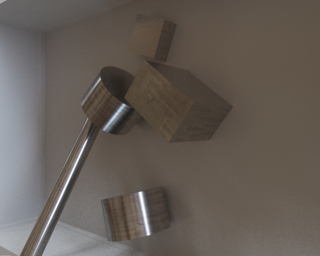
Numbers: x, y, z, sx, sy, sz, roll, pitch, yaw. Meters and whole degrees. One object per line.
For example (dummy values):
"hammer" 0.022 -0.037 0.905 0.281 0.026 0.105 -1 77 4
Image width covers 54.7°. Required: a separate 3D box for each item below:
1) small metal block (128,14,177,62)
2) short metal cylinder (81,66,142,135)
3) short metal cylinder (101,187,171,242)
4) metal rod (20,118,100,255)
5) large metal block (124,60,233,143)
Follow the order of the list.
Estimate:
"small metal block" -0.011 -0.121 0.414 0.050 0.025 0.050 26 106 36
"short metal cylinder" -0.057 -0.037 0.416 0.050 0.081 0.080 -48 62 29
"short metal cylinder" -0.031 0.108 0.395 0.080 0.081 0.050 -20 78 38
"metal rod" -0.132 0.081 0.424 0.025 0.025 0.300 4 64 39
"large metal block" 0.021 -0.029 0.352 0.080 0.081 0.050 45 117 30
